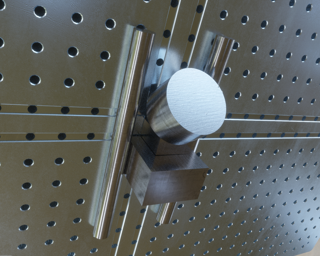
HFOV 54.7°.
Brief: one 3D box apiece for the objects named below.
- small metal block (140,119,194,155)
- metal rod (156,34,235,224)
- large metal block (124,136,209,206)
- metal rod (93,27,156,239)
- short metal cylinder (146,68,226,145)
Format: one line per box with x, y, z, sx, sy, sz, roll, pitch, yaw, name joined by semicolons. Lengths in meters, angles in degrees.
0.009;0.011;0.406;0.050;0.050;0.025;1;118;-30;small metal block
0.044;0.017;0.446;0.025;0.025;0.298;2;118;-29;metal rod
0.003;0.052;0.406;0.081;0.080;0.050;1;118;-29;large metal block
-0.052;0.025;0.398;0.025;0.025;0.298;1;118;-29;metal rod
0.031;-0.024;0.369;0.081;0.050;0.080;9;70;-27;short metal cylinder
